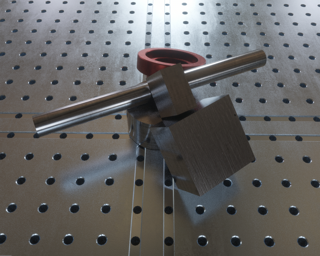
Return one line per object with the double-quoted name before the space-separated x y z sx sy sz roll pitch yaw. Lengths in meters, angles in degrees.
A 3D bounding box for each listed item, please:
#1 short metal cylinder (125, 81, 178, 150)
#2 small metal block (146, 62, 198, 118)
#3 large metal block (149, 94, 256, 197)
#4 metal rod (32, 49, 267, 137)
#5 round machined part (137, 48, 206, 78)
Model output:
"short metal cylinder" -0.003 -0.018 0.406 0.081 0.050 0.080 0 50 0
"small metal block" 0.012 -0.040 0.346 0.025 0.050 0.050 -23 96 -19
"large metal block" 0.048 0.017 0.348 0.081 0.050 0.080 -29 100 -22
"metal rod" 0.001 -0.049 0.383 0.302 0.025 0.025 -19 53 -16
"round machined part" 0.015 -0.084 0.452 0.099 0.042 0.098 5 28 -2
